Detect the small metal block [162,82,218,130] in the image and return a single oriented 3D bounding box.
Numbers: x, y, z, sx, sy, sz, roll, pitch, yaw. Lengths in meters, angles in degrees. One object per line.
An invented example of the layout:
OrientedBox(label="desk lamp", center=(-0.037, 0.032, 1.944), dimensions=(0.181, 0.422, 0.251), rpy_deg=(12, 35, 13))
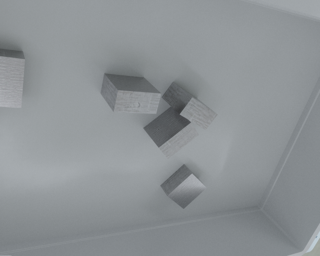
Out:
OrientedBox(label="small metal block", center=(0.037, -0.028, 0.395), dimensions=(0.050, 0.050, 0.025), rpy_deg=(28, 103, -38))

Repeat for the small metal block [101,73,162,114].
OrientedBox(label="small metal block", center=(-0.034, -0.039, 0.350), dimensions=(0.050, 0.050, 0.025), rpy_deg=(1, 118, -29))

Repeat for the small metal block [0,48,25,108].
OrientedBox(label="small metal block", center=(-0.158, -0.048, 0.293), dimensions=(0.050, 0.025, 0.050), rpy_deg=(1, 118, -29))

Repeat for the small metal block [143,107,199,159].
OrientedBox(label="small metal block", center=(0.013, 0.004, 0.402), dimensions=(0.050, 0.050, 0.025), rpy_deg=(-38, 129, -3))

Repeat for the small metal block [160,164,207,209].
OrientedBox(label="small metal block", center=(0.037, 0.092, 0.486), dimensions=(0.050, 0.025, 0.050), rpy_deg=(-43, 130, 1))
